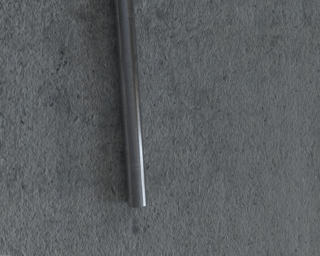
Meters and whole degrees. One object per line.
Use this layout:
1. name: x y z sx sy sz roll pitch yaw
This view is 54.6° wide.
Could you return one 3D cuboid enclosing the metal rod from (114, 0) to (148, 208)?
1. metal rod: -0.038 -0.050 0.394 0.025 0.025 0.298 -4 92 -20
